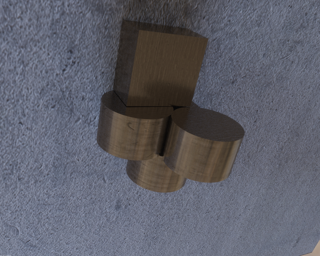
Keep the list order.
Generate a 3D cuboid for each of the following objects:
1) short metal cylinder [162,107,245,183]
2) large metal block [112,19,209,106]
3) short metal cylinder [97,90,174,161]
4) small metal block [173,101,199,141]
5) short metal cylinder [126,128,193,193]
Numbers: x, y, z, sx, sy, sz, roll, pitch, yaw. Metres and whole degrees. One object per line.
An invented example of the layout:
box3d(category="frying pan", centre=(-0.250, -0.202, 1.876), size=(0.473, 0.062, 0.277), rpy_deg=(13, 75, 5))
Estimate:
box3d(category="short metal cylinder", centre=(0.047, 0.016, 0.344), size=(0.081, 0.080, 0.050), rpy_deg=(-2, 120, -28))
box3d(category="large metal block", centre=(-0.002, -0.071, 0.348), size=(0.081, 0.050, 0.079), rpy_deg=(-2, 119, -28))
box3d(category="short metal cylinder", centre=(-0.029, -0.006, 0.354), size=(0.081, 0.080, 0.050), rpy_deg=(-2, 120, -28))
box3d(category="small metal block", centre=(0.022, -0.015, 0.398), size=(0.025, 0.050, 0.050), rpy_deg=(1, 118, -29))
box3d(category="short metal cylinder", centre=(0.001, 0.037, 0.397), size=(0.081, 0.080, 0.050), rpy_deg=(-1, 119, -28))
